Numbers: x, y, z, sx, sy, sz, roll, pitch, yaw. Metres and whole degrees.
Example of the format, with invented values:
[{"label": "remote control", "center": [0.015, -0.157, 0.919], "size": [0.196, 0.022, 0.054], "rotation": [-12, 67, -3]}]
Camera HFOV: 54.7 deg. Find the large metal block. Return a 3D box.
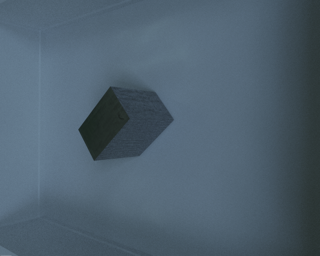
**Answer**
[{"label": "large metal block", "center": [-0.044, -0.004, 0.401], "size": [0.080, 0.081, 0.050], "rotation": [-47, 62, 29]}]
